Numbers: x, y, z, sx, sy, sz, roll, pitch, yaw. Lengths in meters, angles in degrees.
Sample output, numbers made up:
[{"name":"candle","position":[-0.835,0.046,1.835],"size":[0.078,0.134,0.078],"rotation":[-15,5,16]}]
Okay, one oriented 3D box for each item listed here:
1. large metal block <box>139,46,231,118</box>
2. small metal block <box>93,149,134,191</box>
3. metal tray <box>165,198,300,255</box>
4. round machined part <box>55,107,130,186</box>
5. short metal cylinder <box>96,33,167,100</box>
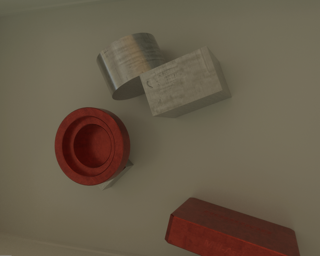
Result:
[{"name":"large metal block","position":[0.034,-0.049,0.369],"size":[0.080,0.080,0.050],"rotation":[-20,84,18]},{"name":"small metal block","position":[-0.075,0.051,0.436],"size":[0.050,0.025,0.050],"rotation":[-45,77,14]},{"name":"metal tray","position":[0.082,0.120,0.346],"size":[0.130,0.090,0.030],"rotation":[14,95,19]},{"name":"round machined part","position":[-0.083,0.023,0.403],"size":[0.098,0.042,0.097],"rotation":[0,90,19]},{"name":"short metal cylinder","position":[-0.033,-0.076,0.392],"size":[0.080,0.080,0.050],"rotation":[-27,81,18]}]
